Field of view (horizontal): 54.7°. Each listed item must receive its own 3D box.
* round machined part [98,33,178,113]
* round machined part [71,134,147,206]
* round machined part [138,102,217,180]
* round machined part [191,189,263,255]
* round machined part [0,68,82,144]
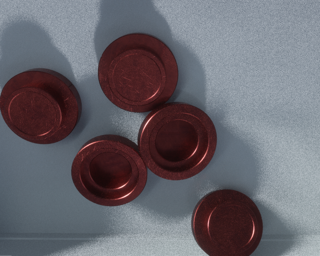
[{"bbox_3d":[-0.027,-0.065,0.378,0.099,0.042,0.097,0,110,-1],"label":"round machined part"},{"bbox_3d":[-0.066,0.054,0.421,0.099,0.042,0.097,0,110,-1],"label":"round machined part"},{"bbox_3d":[0.020,0.014,0.400,0.099,0.042,0.097,-3,103,-12],"label":"round machined part"},{"bbox_3d":[0.096,0.135,0.430,0.099,0.042,0.098,1,78,-4],"label":"round machined part"},{"bbox_3d":[-0.153,-0.024,0.391,0.099,0.042,0.097,0,110,-1],"label":"round machined part"}]
